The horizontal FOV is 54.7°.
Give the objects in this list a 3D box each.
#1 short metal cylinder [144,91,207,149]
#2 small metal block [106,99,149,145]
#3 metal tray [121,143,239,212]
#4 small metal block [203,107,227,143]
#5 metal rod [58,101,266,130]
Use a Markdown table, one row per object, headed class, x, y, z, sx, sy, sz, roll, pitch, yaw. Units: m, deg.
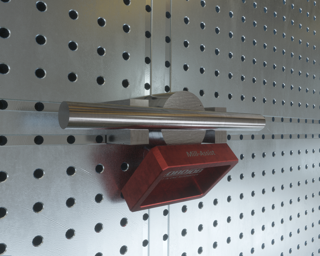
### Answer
| class | x | y | z | sx | sy | sz | roll | pitch | yaw |
| --- | --- | --- | --- | --- | --- | --- | --- | --- | --- |
| short metal cylinder | 0.015 | -0.007 | 0.405 | 0.081 | 0.050 | 0.080 | 0 | 90 | -40 |
| small metal block | -0.038 | -0.007 | 0.361 | 0.025 | 0.050 | 0.050 | -1 | 91 | -40 |
| metal tray | 0.027 | 0.061 | 0.393 | 0.131 | 0.089 | 0.030 | 1 | 47 | -40 |
| small metal block | 0.069 | -0.004 | 0.451 | 0.025 | 0.050 | 0.050 | -1 | 91 | -40 |
| metal rod | 0.031 | -0.010 | 0.370 | 0.302 | 0.025 | 0.025 | 1 | 90 | -40 |
